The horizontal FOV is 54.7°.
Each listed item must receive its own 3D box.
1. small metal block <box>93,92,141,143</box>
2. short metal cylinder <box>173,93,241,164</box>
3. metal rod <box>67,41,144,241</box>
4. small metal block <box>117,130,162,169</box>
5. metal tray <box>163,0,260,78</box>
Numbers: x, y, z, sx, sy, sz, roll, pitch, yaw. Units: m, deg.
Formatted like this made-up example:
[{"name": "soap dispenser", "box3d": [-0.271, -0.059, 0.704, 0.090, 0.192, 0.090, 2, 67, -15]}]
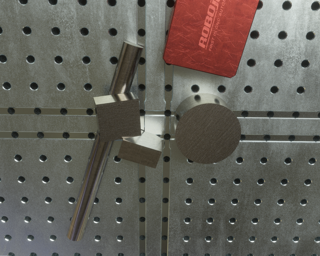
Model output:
[{"name": "small metal block", "box3d": [-0.052, -0.014, 0.381, 0.050, 0.025, 0.050, -10, 118, -15]}, {"name": "short metal cylinder", "box3d": [0.059, -0.001, 0.401, 0.081, 0.050, 0.079, 0, 110, -1]}, {"name": "metal rod", "box3d": [-0.081, 0.031, 0.423, 0.025, 0.025, 0.298, 18, 109, -7]}, {"name": "small metal block", "box3d": [-0.026, 0.024, 0.409, 0.050, 0.050, 0.025, 17, 110, -7]}, {"name": "metal tray", "box3d": [0.061, -0.132, 0.363, 0.091, 0.030, 0.129, 12, 110, -5]}]
